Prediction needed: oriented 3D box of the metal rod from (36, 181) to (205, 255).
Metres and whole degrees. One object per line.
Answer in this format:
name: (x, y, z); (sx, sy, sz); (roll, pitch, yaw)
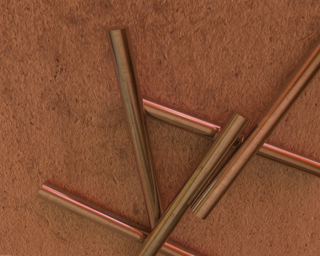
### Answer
metal rod: (-0.039, 0.157, 0.467); (0.301, 0.025, 0.025); (29, 108, -10)

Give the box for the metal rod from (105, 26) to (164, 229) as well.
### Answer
metal rod: (-0.023, 0.024, 0.397); (0.025, 0.025, 0.298); (-8, 118, 3)

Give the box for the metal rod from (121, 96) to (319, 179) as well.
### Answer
metal rod: (0.096, 0.013, 0.415); (0.302, 0.025, 0.025); (19, 109, -7)

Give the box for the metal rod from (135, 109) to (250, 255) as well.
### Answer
metal rod: (0.026, 0.106, 0.420); (0.025, 0.025, 0.298); (28, 107, -10)

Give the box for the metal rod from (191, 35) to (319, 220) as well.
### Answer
metal rod: (0.135, -0.009, 0.385); (0.025, 0.025, 0.299); (33, 99, -12)
